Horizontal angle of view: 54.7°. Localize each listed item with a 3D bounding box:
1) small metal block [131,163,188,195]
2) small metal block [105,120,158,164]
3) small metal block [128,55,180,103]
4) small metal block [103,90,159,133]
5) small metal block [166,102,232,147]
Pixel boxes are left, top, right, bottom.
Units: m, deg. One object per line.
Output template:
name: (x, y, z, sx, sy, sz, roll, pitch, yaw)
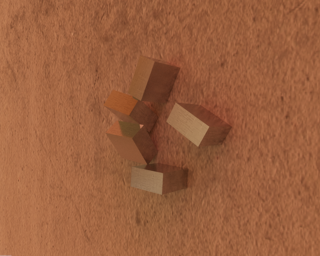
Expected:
small metal block: (0.000, 0.062, 0.387, 0.050, 0.050, 0.025, 5, 94, 39)
small metal block: (-0.038, 0.019, 0.416, 0.050, 0.025, 0.050, 10, 139, 39)
small metal block: (-0.007, -0.061, 0.393, 0.025, 0.050, 0.050, 32, 110, 35)
small metal block: (-0.038, -0.023, 0.414, 0.050, 0.050, 0.025, 22, 77, 37)
small metal block: (0.045, -0.004, 0.350, 0.050, 0.050, 0.025, 39, 114, 32)
